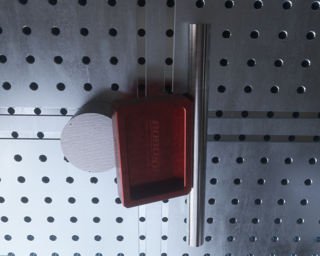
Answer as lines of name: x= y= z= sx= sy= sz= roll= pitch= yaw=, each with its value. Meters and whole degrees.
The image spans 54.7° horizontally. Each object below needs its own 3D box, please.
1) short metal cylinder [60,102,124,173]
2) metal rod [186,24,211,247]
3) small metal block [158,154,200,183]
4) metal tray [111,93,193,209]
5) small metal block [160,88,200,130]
short metal cylinder: x=-0.081 y=0.011 z=0.402 sx=0.081 sy=0.050 sz=0.079 roll=0 pitch=110 yaw=-1
metal rod: x=0.047 y=0.024 z=0.396 sx=0.025 sy=0.025 sz=0.298 roll=-1 pitch=110 yaw=0
small metal block: x=0.021 y=0.059 z=0.434 sx=0.050 sy=0.025 sz=0.050 roll=37 pitch=106 yaw=-13
metal tray: x=-0.008 y=0.027 z=0.378 sx=0.091 sy=0.030 sz=0.129 roll=-9 pitch=112 yaw=-18
small metal block: x=0.031 y=-0.024 z=0.405 sx=0.050 sy=0.025 sz=0.050 roll=-14 pitch=110 yaw=4
